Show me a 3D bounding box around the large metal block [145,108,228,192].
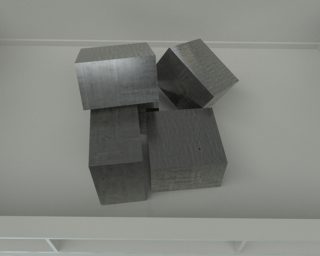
[{"bbox_3d":[0.026,0.024,0.364,0.081,0.050,0.080,-4,50,-4],"label":"large metal block"}]

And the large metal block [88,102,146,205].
[{"bbox_3d":[-0.046,0.028,0.343,0.050,0.080,0.080,-5,50,-5],"label":"large metal block"}]

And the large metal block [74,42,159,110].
[{"bbox_3d":[-0.048,-0.062,0.354,0.081,0.050,0.080,-7,25,-6],"label":"large metal block"}]

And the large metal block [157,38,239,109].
[{"bbox_3d":[0.046,-0.067,0.410,0.080,0.050,0.081,50,41,7],"label":"large metal block"}]

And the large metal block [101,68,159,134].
[{"bbox_3d":[-0.042,-0.038,0.419,0.081,0.050,0.080,-1,50,-1],"label":"large metal block"}]
